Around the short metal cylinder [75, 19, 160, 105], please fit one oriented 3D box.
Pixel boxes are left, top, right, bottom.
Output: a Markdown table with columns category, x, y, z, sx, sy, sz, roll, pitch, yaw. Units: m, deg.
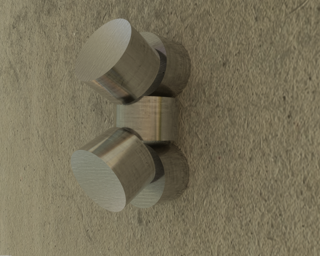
| category | x | y | z | sx | sy | sz | roll | pitch | yaw |
| --- | --- | --- | --- | --- | --- | --- | --- | --- | --- |
| short metal cylinder | -0.047 | -0.073 | 0.345 | 0.080 | 0.050 | 0.080 | -19 | 54 | 29 |

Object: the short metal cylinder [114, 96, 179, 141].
| category | x | y | z | sx | sy | sz | roll | pitch | yaw |
| --- | --- | --- | --- | --- | --- | --- | --- | --- | --- |
| short metal cylinder | -0.017 | -0.012 | 0.386 | 0.080 | 0.081 | 0.050 | 2 | 92 | 40 |

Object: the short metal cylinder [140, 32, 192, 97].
| category | x | y | z | sx | sy | sz | roll | pitch | yaw |
| --- | --- | --- | --- | --- | --- | --- | --- | --- | --- |
| short metal cylinder | -0.007 | -0.077 | 0.397 | 0.080 | 0.050 | 0.080 | 0 | 90 | 40 |

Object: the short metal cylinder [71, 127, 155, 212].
| category | x | y | z | sx | sy | sz | roll | pitch | yaw |
| --- | --- | --- | --- | --- | --- | --- | --- | --- | --- |
| short metal cylinder | -0.052 | 0.046 | 0.347 | 0.080 | 0.050 | 0.079 | 22 | 131 | 28 |

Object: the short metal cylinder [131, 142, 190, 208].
| category | x | y | z | sx | sy | sz | roll | pitch | yaw |
| --- | --- | --- | --- | --- | --- | --- | --- | --- | --- |
| short metal cylinder | -0.009 | 0.058 | 0.398 | 0.080 | 0.050 | 0.080 | 0 | 90 | 40 |
